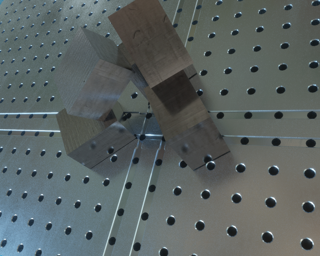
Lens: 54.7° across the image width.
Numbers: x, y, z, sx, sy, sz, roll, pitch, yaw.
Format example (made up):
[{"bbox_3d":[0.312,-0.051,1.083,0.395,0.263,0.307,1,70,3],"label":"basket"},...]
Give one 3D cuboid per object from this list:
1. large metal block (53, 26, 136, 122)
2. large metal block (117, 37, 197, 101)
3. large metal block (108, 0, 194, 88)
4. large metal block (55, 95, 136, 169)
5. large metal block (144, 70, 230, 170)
[{"bbox_3d":[-0.086,-0.068,0.393,0.080,0.050,0.080,-53,47,23],"label":"large metal block"},{"bbox_3d":[-0.007,-0.091,0.429,0.080,0.080,0.050,-36,52,4],"label":"large metal block"},{"bbox_3d":[-0.010,-0.092,0.343,0.050,0.080,0.080,-31,9,3],"label":"large metal block"},{"bbox_3d":[-0.092,-0.003,0.440,0.080,0.050,0.080,-34,52,5],"label":"large metal block"},{"bbox_3d":[0.032,-0.009,0.359,0.050,0.080,0.080,-30,52,9],"label":"large metal block"}]
